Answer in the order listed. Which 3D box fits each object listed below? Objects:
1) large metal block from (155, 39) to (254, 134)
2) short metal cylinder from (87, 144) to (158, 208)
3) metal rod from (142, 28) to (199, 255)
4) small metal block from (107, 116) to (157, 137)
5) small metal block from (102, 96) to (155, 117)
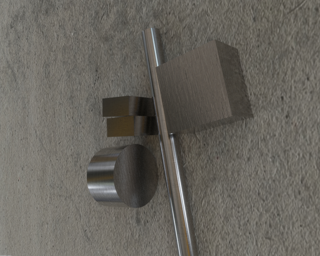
[{"bbox_3d":[0.048,-0.041,0.347,0.080,0.050,0.080,-17,79,38],"label":"large metal block"},{"bbox_3d":[-0.047,0.063,0.406,0.050,0.081,0.080,-9,84,39],"label":"short metal cylinder"},{"bbox_3d":[0.012,0.018,0.393,0.025,0.025,0.298,-15,80,38],"label":"metal rod"},{"bbox_3d":[-0.035,-0.002,0.416,0.050,0.050,0.025,-4,88,39],"label":"small metal block"},{"bbox_3d":[-0.042,-0.028,0.421,0.050,0.050,0.025,-1,90,39],"label":"small metal block"}]
